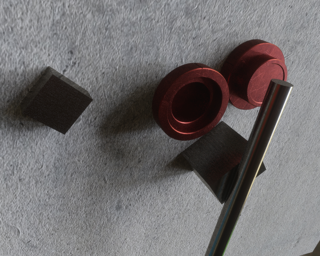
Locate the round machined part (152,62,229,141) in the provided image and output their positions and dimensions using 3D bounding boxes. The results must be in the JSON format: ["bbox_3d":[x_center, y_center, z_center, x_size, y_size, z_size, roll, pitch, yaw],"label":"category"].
[{"bbox_3d":[0.034,-0.036,0.392,0.099,0.042,0.097,-14,124,-21],"label":"round machined part"}]

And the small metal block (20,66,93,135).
[{"bbox_3d":[-0.109,-0.028,0.329,0.050,0.025,0.050,-50,129,7],"label":"small metal block"}]

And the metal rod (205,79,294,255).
[{"bbox_3d":[0.107,0.080,0.410,0.025,0.025,0.298,-2,119,-28],"label":"metal rod"}]

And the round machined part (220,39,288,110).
[{"bbox_3d":[0.134,-0.068,0.427,0.099,0.042,0.097,-14,124,-21],"label":"round machined part"}]

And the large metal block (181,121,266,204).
[{"bbox_3d":[0.091,0.048,0.450,0.080,0.080,0.050,-37,129,-4],"label":"large metal block"}]
